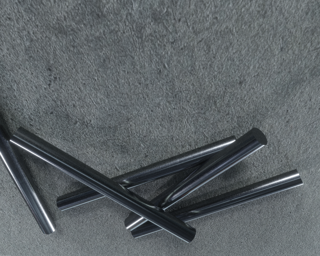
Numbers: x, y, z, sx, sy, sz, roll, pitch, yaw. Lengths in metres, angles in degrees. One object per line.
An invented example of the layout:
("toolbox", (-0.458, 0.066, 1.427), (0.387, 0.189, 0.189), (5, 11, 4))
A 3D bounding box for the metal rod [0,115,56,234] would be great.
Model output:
("metal rod", (-0.210, 0.067, 0.462), (0.025, 0.025, 0.298), (-3, 130, 2))

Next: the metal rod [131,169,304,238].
("metal rod", (0.083, 0.132, 0.519), (0.300, 0.025, 0.025), (-24, 126, 19))

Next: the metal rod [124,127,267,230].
("metal rod", (0.033, 0.090, 0.460), (0.025, 0.025, 0.299), (28, 132, -22))

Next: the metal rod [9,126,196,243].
("metal rod", (-0.072, 0.089, 0.451), (0.301, 0.025, 0.025), (34, 123, -15))

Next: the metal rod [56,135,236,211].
("metal rod", (-0.028, 0.073, 0.468), (0.300, 0.025, 0.025), (-21, 127, 17))
